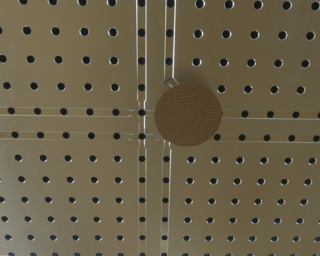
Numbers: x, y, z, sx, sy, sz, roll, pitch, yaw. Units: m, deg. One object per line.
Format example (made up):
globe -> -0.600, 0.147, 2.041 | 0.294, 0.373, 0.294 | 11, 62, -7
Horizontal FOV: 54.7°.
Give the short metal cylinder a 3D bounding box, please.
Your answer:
short metal cylinder -> 0.033, -0.023, 0.392 | 0.081, 0.050, 0.079 | 0, 110, -1
